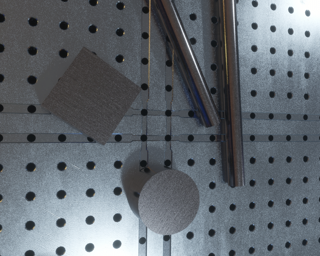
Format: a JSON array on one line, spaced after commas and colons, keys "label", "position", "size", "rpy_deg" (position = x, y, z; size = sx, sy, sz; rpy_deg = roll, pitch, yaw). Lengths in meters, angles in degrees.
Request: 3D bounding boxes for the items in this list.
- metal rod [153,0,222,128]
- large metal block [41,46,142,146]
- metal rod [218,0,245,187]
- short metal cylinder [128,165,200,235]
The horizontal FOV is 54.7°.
[{"label": "metal rod", "position": [0.017, -0.141, 0.418], "size": [0.025, 0.025, 0.299], "rpy_deg": [-26, 99, -18]}, {"label": "large metal block", "position": [-0.082, -0.035, 0.369], "size": [0.080, 0.050, 0.080], "rpy_deg": [35, 79, -17]}, {"label": "metal rod", "position": [0.104, -0.066, 0.450], "size": [0.025, 0.025, 0.298], "rpy_deg": [-4, 91, -20]}, {"label": "short metal cylinder", "position": [0.004, 0.090, 0.401], "size": [0.081, 0.050, 0.079], "rpy_deg": [0, 90, -20]}]
